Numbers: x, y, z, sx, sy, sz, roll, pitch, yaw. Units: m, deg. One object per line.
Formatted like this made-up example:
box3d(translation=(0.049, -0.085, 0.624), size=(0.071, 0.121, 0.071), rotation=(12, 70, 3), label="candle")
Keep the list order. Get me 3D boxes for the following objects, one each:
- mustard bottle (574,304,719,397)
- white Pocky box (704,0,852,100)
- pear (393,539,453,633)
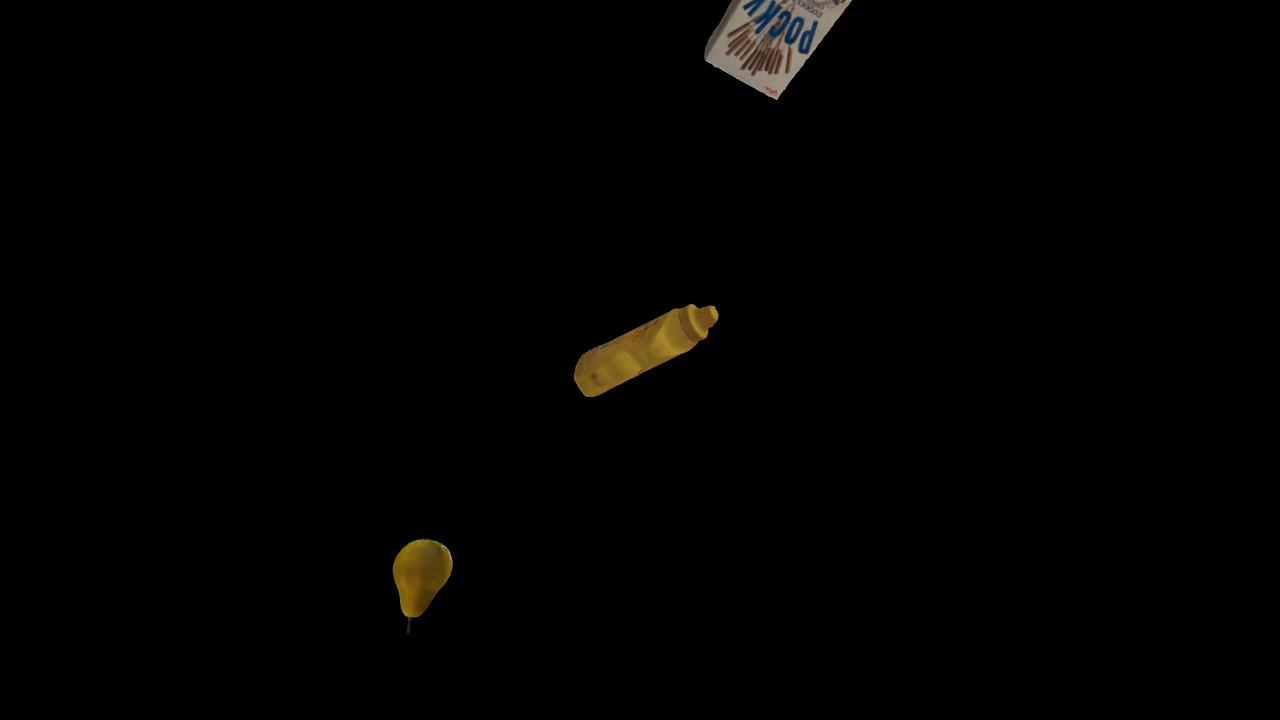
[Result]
box3d(translation=(0.012, -0.018, 0.721), size=(0.184, 0.054, 0.092), rotation=(-26, 7, 29), label="mustard bottle")
box3d(translation=(0.129, -0.308, 0.525), size=(0.084, 0.028, 0.154), rotation=(20, -39, -18), label="white Pocky box")
box3d(translation=(-0.293, 0.296, 0.810), size=(0.080, 0.111, 0.080), rotation=(1, -37, 0), label="pear")
